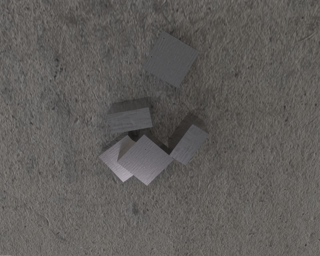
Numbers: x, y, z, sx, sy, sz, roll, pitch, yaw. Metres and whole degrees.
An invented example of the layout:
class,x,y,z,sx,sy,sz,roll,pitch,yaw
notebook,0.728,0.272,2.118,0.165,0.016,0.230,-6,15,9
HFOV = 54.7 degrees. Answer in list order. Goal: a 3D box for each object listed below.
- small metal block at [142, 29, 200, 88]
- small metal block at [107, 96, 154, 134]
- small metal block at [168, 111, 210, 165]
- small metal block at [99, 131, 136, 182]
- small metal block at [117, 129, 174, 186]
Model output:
class,x,y,z,sx,sy,sz,roll,pitch,yaw
small metal block,0.013,-0.085,0.378,0.050,0.025,0.050,28,108,-10
small metal block,-0.036,-0.017,0.390,0.050,0.050,0.025,-10,110,3
small metal block,0.035,0.012,0.401,0.025,0.050,0.050,32,107,-11
small metal block,-0.046,0.037,0.423,0.050,0.025,0.050,-36,106,12
small metal block,-0.018,0.037,0.397,0.050,0.025,0.050,41,103,-14
